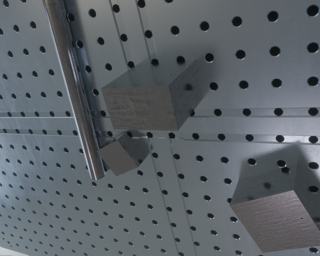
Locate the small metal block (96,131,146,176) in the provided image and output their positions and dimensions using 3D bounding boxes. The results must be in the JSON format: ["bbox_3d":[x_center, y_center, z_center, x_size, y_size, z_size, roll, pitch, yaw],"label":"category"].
[{"bbox_3d":[-0.058,0.040,0.467,0.050,0.025,0.050,-27,104,37],"label":"small metal block"}]

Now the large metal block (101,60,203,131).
[{"bbox_3d":[-0.006,-0.039,0.355,0.080,0.080,0.050,1,119,27],"label":"large metal block"}]

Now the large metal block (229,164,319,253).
[{"bbox_3d":[0.146,0.100,0.380,0.080,0.050,0.080,-27,104,37],"label":"large metal block"}]

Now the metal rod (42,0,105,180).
[{"bbox_3d":[-0.119,-0.051,0.442,0.025,0.025,0.298,7,122,24],"label":"metal rod"}]
